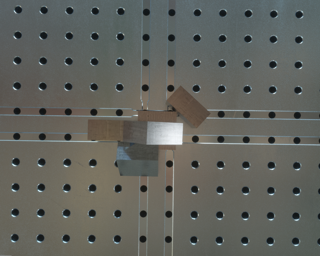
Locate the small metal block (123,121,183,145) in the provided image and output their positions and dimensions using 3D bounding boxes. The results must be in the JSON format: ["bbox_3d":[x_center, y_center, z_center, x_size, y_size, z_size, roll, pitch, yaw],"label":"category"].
[{"bbox_3d":[-0.009,0.005,0.366,0.050,0.050,0.025,2,91,-37],"label":"small metal block"}]

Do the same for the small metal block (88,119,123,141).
[{"bbox_3d":[-0.062,0.002,0.400,0.050,0.050,0.025,2,91,1],"label":"small metal block"}]

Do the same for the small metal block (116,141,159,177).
[{"bbox_3d":[-0.027,0.041,0.398,0.050,0.050,0.025,1,59,0],"label":"small metal block"}]

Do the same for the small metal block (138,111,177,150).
[{"bbox_3d":[-0.004,0.003,0.413,0.050,0.025,0.050,2,90,-1],"label":"small metal block"}]

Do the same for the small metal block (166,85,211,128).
[{"bbox_3d":[0.035,-0.026,0.401,0.050,0.050,0.025,43,90,0],"label":"small metal block"}]
